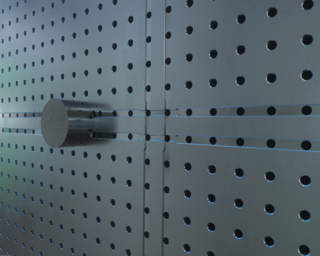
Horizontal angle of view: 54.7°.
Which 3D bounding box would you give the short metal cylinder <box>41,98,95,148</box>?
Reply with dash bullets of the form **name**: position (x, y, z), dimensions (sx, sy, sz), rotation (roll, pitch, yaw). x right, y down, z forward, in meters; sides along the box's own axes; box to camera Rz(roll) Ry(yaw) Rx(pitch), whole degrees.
- **short metal cylinder**: position (-0.155, -0.008, 0.518), dimensions (0.080, 0.050, 0.079), rotation (0, 90, 39)
